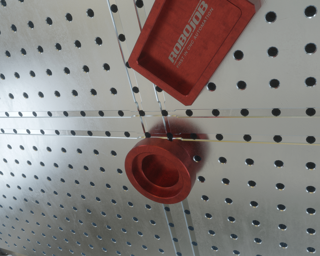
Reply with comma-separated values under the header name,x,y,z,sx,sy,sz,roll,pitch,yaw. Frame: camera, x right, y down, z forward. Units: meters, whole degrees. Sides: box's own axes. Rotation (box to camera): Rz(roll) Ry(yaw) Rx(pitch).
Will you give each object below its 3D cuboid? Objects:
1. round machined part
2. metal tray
name,x,y,z,sx,sy,sz,roll,pitch,yaw
round machined part,0.004,0.054,0.431,0.098,0.042,0.097,13,124,20
metal tray,0.030,-0.098,0.330,0.090,0.030,0.129,36,129,4
